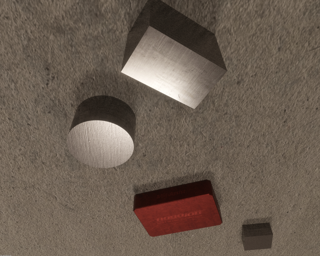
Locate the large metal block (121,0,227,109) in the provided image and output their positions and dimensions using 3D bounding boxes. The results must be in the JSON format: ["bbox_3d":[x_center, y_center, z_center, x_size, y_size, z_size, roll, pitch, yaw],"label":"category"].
[{"bbox_3d":[0.012,-0.076,0.307,0.080,0.080,0.050,25,126,-20],"label":"large metal block"}]

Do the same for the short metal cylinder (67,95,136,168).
[{"bbox_3d":[-0.072,0.005,0.394,0.081,0.050,0.079,0,130,0],"label":"short metal cylinder"}]

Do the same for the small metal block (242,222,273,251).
[{"bbox_3d":[0.183,0.206,0.586,0.050,0.025,0.050,-7,130,5],"label":"small metal block"}]

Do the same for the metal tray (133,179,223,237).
[{"bbox_3d":[0.031,0.138,0.522,0.130,0.030,0.090,-14,129,11],"label":"metal tray"}]
